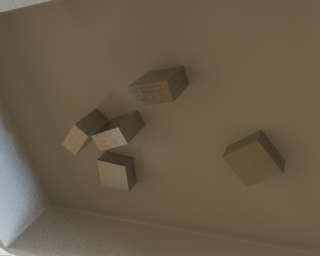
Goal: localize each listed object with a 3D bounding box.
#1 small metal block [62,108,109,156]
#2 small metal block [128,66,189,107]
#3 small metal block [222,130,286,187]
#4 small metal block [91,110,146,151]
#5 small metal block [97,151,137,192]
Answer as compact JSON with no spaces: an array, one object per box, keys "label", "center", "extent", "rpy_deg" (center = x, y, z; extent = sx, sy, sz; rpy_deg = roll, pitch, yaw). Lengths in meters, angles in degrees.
[{"label":"small metal block","center":[-0.108,0.006,0.451],"extent":[0.025,0.050,0.050],"rpy_deg":[42,129,-1]},{"label":"small metal block","center":[-0.001,-0.049,0.361],"extent":[0.050,0.050,0.025],"rpy_deg":[-4,117,30]},{"label":"small metal block","center":[0.113,0.038,0.372],"extent":[0.050,0.025,0.050],"rpy_deg":[-33,100,38]},{"label":"small metal block","center":[-0.056,0.004,0.423],"extent":[0.050,0.050,0.025],"rpy_deg":[-16,110,34]},{"label":"small metal block","center":[-0.067,0.068,0.484],"extent":[0.050,0.025,0.050],"rpy_deg":[10,123,22]}]
